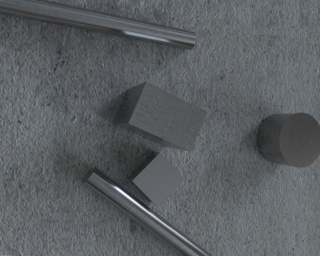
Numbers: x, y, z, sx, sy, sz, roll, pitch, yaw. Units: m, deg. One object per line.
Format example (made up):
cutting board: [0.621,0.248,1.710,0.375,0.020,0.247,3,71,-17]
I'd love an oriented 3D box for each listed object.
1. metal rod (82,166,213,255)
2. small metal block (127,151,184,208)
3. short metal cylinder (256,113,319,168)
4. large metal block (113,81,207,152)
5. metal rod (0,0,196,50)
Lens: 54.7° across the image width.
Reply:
metal rod: [0.022,0.152,0.418,0.300,0.025,0.025,41,77,-16]
small metal block: [-0.006,0.067,0.408,0.050,0.025,0.050,-45,104,-15]
short metal cylinder: [0.196,0.017,0.470,0.081,0.050,0.079,0,90,-21]
large metal block: [-0.003,-0.012,0.380,0.080,0.080,0.050,25,82,-19]
metal rod: [-0.097,-0.132,0.373,0.302,0.025,0.025,5,88,-20]
